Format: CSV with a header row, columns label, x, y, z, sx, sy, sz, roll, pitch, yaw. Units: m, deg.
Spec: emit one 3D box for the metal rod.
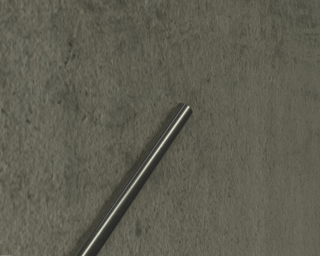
label,x,y,z,sx,sy,sz,roll,pitch,yaw
metal rod,-0.043,0.083,0.370,0.025,0.025,0.301,51,60,-28
